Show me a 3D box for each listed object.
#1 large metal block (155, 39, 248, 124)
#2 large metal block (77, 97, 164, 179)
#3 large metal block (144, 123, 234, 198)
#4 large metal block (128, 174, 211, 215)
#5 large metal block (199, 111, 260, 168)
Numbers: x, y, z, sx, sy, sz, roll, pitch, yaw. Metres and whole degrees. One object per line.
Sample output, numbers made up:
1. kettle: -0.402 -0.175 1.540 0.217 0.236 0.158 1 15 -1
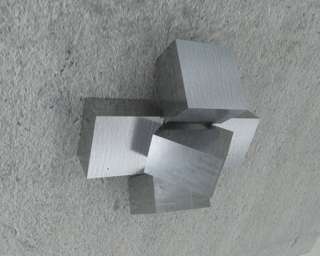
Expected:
1. large metal block: 0.047 -0.051 0.361 0.081 0.080 0.050 0 162 -28
2. large metal block: -0.049 0.010 0.373 0.081 0.050 0.079 -1 119 -29
3. large metal block: 0.037 0.028 0.369 0.080 0.080 0.050 19 116 11
4. large metal block: 0.010 0.089 0.427 0.081 0.080 0.050 2 75 -29
5. large metal block: 0.083 0.010 0.442 0.081 0.050 0.079 0 119 -29
